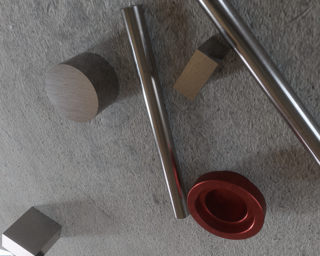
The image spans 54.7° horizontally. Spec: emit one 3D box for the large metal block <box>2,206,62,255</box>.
[{"bbox_3d":[-0.266,0.226,0.648,0.080,0.080,0.050,30,128,9],"label":"large metal block"}]

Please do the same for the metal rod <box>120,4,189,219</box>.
[{"bbox_3d":[0.001,-0.002,0.403,0.025,0.025,0.298,0,119,28],"label":"metal rod"}]

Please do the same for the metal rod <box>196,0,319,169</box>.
[{"bbox_3d":[0.109,-0.053,0.315,0.025,0.025,0.300,-33,101,38],"label":"metal rod"}]

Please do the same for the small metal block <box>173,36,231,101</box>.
[{"bbox_3d":[0.045,-0.063,0.327,0.025,0.050,0.050,36,129,4],"label":"small metal block"}]

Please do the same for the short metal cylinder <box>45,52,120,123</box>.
[{"bbox_3d":[-0.101,-0.054,0.409,0.080,0.050,0.079,13,124,20],"label":"short metal cylinder"}]

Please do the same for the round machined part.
[{"bbox_3d":[0.089,0.096,0.407,0.098,0.042,0.097,13,124,20],"label":"round machined part"}]
